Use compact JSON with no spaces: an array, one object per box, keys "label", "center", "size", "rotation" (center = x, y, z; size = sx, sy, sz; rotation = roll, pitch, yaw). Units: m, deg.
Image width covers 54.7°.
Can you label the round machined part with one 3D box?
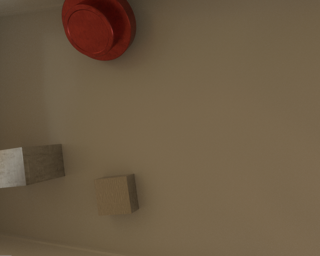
[{"label":"round machined part","center":[-0.084,-0.132,0.404],"size":[0.098,0.042,0.097],"rotation":[10,130,13]}]

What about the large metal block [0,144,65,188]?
[{"label":"large metal block","center":[-0.199,0.055,0.450],"size":[0.080,0.080,0.050],"rotation":[-8,87,19]}]

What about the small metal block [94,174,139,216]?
[{"label":"small metal block","center":[-0.060,0.092,0.431],"size":[0.050,0.025,0.050],"rotation":[-9,87,19]}]
